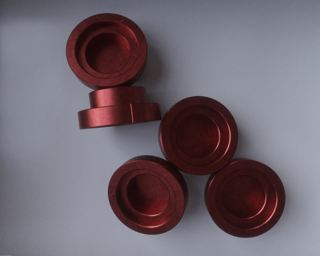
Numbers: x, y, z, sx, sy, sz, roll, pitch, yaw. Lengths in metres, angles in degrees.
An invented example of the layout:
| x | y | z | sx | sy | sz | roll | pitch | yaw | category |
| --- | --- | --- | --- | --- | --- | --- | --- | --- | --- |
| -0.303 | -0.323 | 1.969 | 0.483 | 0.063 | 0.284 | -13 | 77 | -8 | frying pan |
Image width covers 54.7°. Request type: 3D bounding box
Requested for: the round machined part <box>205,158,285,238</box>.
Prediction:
| x | y | z | sx | sy | sz | roll | pitch | yaw | category |
| --- | --- | --- | --- | --- | --- | --- | --- | --- | --- |
| 0.106 | 0.087 | 0.404 | 0.099 | 0.042 | 0.097 | 0 | 91 | -2 | round machined part |

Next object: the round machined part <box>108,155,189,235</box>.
| x | y | z | sx | sy | sz | roll | pitch | yaw | category |
| --- | --- | --- | --- | --- | --- | --- | --- | --- | --- |
| -0.012 | 0.080 | 0.392 | 0.098 | 0.042 | 0.097 | 4 | 104 | 15 | round machined part |

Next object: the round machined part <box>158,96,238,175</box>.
| x | y | z | sx | sy | sz | roll | pitch | yaw | category |
| --- | --- | --- | --- | --- | --- | --- | --- | --- | --- |
| 0.046 | 0.011 | 0.398 | 0.099 | 0.042 | 0.097 | 1 | 84 | -9 | round machined part |

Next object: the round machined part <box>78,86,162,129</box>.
| x | y | z | sx | sy | sz | roll | pitch | yaw | category |
| --- | --- | --- | --- | --- | --- | --- | --- | --- | --- |
| -0.049 | -0.025 | 0.374 | 0.099 | 0.098 | 0.042 | -7 | 90 | 0 | round machined part |

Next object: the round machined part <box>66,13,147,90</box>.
| x | y | z | sx | sy | sz | roll | pitch | yaw | category |
| --- | --- | --- | --- | --- | --- | --- | --- | --- | --- |
| -0.065 | -0.092 | 0.396 | 0.099 | 0.042 | 0.098 | 0 | 78 | -1 | round machined part |
